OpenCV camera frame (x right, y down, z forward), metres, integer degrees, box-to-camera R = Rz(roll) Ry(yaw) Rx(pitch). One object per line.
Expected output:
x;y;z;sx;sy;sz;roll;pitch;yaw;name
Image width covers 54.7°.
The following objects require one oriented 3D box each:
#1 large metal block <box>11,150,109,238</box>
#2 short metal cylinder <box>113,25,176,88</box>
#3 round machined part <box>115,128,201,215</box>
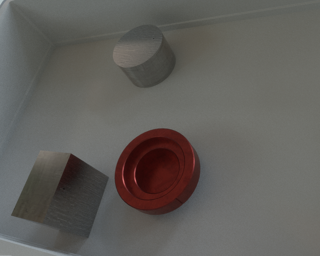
-0.117;0.082;0.380;0.050;0.080;0.080;2;63;29;large metal block
-0.023;-0.108;0.466;0.080;0.050;0.080;-13;56;20;short metal cylinder
0.000;0.053;0.361;0.098;0.042;0.098;-13;56;20;round machined part
